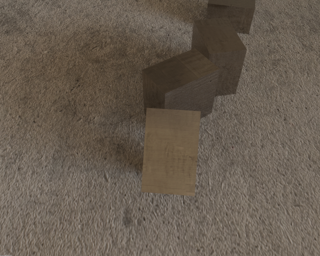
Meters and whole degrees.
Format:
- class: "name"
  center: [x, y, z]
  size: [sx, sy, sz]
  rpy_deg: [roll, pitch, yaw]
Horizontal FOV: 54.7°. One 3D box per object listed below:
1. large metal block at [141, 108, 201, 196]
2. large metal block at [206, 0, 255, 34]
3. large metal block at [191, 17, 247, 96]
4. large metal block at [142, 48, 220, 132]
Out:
- class: "large metal block"
  center: [0.012, 0.020, 0.329]
  size: [0.050, 0.080, 0.079]
  rpy_deg: [4, 93, 3]
- class: "large metal block"
  center: [0.131, -0.223, 0.575]
  size: [0.080, 0.050, 0.080]
  rpy_deg: [10, 51, 8]
- class: "large metal block"
  center: [0.081, -0.103, 0.454]
  size: [0.050, 0.080, 0.080]
  rpy_deg: [-8, 51, -7]
- class: "large metal block"
  center: [0.026, -0.046, 0.406]
  size: [0.081, 0.080, 0.050]
  rpy_deg: [-27, 55, -21]
